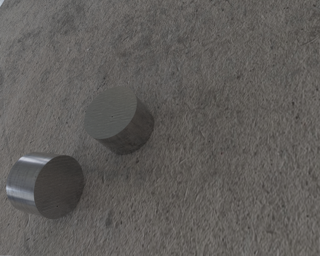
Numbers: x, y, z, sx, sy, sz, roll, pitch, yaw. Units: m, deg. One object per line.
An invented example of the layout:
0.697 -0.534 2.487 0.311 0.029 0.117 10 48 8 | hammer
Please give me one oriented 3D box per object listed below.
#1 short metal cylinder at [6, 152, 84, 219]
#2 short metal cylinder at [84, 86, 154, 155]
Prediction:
-0.146 0.073 0.401 0.050 0.080 0.080 3 63 30 | short metal cylinder
-0.055 -0.010 0.423 0.080 0.050 0.080 -13 56 21 | short metal cylinder
